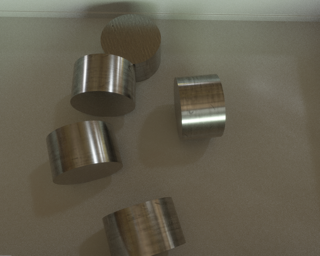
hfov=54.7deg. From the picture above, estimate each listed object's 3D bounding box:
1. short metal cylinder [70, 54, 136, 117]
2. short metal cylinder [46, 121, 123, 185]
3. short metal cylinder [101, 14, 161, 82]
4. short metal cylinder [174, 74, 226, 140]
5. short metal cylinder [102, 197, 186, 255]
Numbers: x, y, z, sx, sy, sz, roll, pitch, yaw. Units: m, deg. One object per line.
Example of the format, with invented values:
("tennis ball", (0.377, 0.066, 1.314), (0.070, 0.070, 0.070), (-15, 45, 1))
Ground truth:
("short metal cylinder", (-0.071, -0.052, 0.399), (0.081, 0.080, 0.050), (0, 70, -1))
("short metal cylinder", (-0.089, 0.031, 0.368), (0.081, 0.080, 0.050), (-15, 71, -6))
("short metal cylinder", (-0.039, -0.111, 0.437), (0.081, 0.050, 0.080), (0, 70, 0))
("short metal cylinder", (0.047, -0.026, 0.391), (0.050, 0.080, 0.080), (-5, 70, -2))
("short metal cylinder", (-0.018, 0.113, 0.339), (0.081, 0.080, 0.050), (-16, 71, -6))
